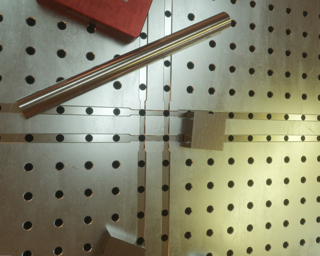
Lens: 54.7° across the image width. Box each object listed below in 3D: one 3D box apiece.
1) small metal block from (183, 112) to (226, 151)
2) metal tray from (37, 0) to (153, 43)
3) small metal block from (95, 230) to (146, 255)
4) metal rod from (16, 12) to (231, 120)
[{"bbox_3d":[0.063,0.005,0.437,0.050,0.025,0.050,6,88,-20],"label":"small metal block"},{"bbox_3d":[-0.075,-0.174,0.383,0.131,0.030,0.090,21,83,-19],"label":"metal tray"},{"bbox_3d":[-0.054,0.165,0.394,0.050,0.025,0.050,28,81,-18],"label":"small metal block"},{"bbox_3d":[-0.032,-0.088,0.401,0.302,0.025,0.025,-28,100,-18],"label":"metal rod"}]
